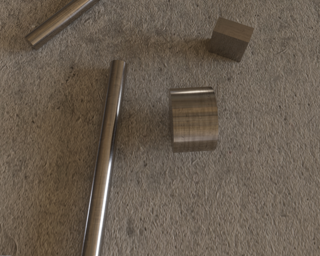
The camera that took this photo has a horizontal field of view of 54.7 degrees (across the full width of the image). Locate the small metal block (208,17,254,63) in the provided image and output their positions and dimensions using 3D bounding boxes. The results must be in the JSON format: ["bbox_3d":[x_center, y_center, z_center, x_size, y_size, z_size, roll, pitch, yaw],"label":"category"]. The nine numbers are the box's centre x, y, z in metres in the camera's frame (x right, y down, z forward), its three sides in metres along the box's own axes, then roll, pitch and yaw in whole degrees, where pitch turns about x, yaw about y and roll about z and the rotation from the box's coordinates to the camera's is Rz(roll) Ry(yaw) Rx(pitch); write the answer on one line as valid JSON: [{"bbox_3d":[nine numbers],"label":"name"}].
[{"bbox_3d":[0.100,-0.125,0.441,0.050,0.050,0.025,21,72,7],"label":"small metal block"}]

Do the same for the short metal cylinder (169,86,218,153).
[{"bbox_3d":[0.039,-0.010,0.383,0.050,0.080,0.080,-3,70,-1],"label":"short metal cylinder"}]

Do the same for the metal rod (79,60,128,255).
[{"bbox_3d":[-0.071,0.050,0.389,0.025,0.025,0.299,5,70,1],"label":"metal rod"}]

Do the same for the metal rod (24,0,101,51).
[{"bbox_3d":[-0.086,-0.225,0.489,0.025,0.025,0.301,41,75,13],"label":"metal rod"}]
